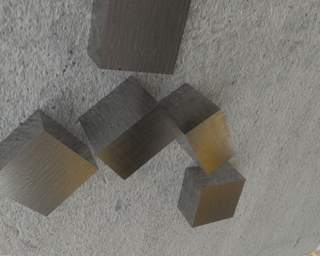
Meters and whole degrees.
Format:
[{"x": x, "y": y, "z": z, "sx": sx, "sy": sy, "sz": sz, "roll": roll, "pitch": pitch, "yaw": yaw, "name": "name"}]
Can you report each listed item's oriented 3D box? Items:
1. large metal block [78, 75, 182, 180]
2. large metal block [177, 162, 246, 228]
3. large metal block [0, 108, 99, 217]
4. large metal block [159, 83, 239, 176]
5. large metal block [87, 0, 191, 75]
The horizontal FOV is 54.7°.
[{"x": -0.036, "y": -0.003, "z": 0.350, "sx": 0.080, "sy": 0.080, "sz": 0.050, "roll": -39, "pitch": 129, "yaw": -2, "name": "large metal block"}, {"x": 0.081, "y": 0.106, "z": 0.500, "sx": 0.081, "sy": 0.050, "sz": 0.079, "roll": -5, "pitch": 121, "yaw": -26, "name": "large metal block"}, {"x": -0.130, "y": 0.039, "z": 0.344, "sx": 0.080, "sy": 0.050, "sz": 0.080, "roll": -43, "pitch": 130, "yaw": 1, "name": "large metal block"}, {"x": 0.047, "y": 0.000, "z": 0.397, "sx": 0.050, "sy": 0.080, "sz": 0.080, "roll": -36, "pitch": 129, "yaw": -5, "name": "large metal block"}, {"x": -0.023, "y": -0.103, "z": 0.314, "sx": 0.081, "sy": 0.050, "sz": 0.079, "roll": -1, "pitch": 119, "yaw": -28, "name": "large metal block"}]
